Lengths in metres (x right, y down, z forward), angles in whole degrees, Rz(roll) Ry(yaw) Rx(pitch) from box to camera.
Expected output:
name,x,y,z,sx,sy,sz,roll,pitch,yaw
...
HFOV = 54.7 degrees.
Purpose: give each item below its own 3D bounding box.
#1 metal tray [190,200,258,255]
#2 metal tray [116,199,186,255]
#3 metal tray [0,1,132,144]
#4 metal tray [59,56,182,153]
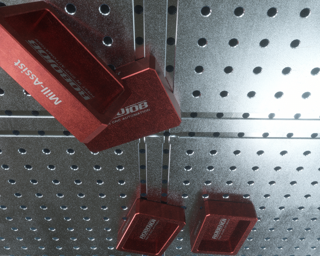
name,x,y,z,sx,sy,sz,roll,pitch,yaw
metal tray,0.113,0.186,0.568,0.091,0.030,0.129,6,130,-6
metal tray,-0.019,0.186,0.566,0.091,0.030,0.129,16,128,-14
metal tray,-0.092,-0.057,0.295,0.030,0.090,0.130,-38,104,26
metal tray,-0.049,-0.025,0.387,0.130,0.030,0.090,-18,128,14
